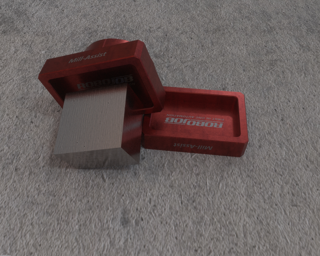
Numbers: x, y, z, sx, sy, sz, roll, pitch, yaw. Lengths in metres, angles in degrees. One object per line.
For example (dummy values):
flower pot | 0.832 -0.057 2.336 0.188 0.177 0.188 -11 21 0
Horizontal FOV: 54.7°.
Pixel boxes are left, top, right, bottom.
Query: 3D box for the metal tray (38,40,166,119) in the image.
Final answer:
metal tray | -0.068 -0.052 0.383 0.130 0.090 0.030 -7 49 18

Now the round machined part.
round machined part | -0.054 -0.077 0.407 0.099 0.097 0.042 5 50 3

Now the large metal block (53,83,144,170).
large metal block | -0.068 0.000 0.363 0.080 0.050 0.080 -7 61 17

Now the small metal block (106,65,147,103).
small metal block | -0.049 -0.066 0.460 0.050 0.025 0.050 5 50 4

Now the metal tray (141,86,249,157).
metal tray | 0.046 -0.011 0.411 0.131 0.030 0.090 5 50 3
